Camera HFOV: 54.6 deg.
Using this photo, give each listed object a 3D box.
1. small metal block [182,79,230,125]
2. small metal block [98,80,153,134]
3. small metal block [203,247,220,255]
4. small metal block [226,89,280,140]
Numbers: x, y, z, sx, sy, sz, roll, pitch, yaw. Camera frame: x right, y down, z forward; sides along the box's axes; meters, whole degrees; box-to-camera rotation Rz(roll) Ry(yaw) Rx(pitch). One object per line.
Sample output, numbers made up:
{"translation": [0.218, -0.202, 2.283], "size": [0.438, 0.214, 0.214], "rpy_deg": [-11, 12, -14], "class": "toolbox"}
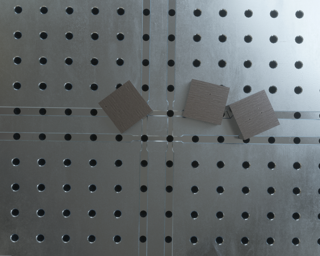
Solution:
{"translation": [0.060, -0.034, 0.414], "size": [0.050, 0.025, 0.050], "rpy_deg": [14, 90, 0], "class": "small metal block"}
{"translation": [-0.045, -0.027, 0.413], "size": [0.050, 0.025, 0.050], "rpy_deg": [-37, 90, 0], "class": "small metal block"}
{"translation": [0.062, 0.189, 0.401], "size": [0.050, 0.050, 0.025], "rpy_deg": [-36, 90, 0], "class": "small metal block"}
{"translation": [0.123, -0.017, 0.414], "size": [0.050, 0.025, 0.050], "rpy_deg": [-24, 90, 0], "class": "small metal block"}
